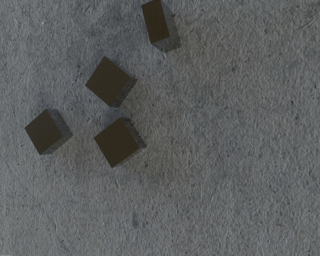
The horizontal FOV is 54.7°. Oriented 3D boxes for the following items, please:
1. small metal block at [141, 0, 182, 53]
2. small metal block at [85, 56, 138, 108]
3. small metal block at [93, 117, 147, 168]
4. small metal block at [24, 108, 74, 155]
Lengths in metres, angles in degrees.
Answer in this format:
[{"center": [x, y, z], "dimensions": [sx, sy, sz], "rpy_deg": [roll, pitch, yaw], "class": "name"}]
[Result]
[{"center": [0.003, -0.129, 0.395], "dimensions": [0.025, 0.050, 0.050], "rpy_deg": [-16, 85, 19], "class": "small metal block"}, {"center": [-0.068, -0.064, 0.433], "dimensions": [0.050, 0.025, 0.050], "rpy_deg": [40, 103, 15], "class": "small metal block"}, {"center": [-0.055, 0.020, 0.428], "dimensions": [0.050, 0.025, 0.050], "rpy_deg": [-36, 79, 16], "class": "small metal block"}, {"center": [-0.168, 0.006, 0.468], "dimensions": [0.050, 0.025, 0.050], "rpy_deg": [-37, 78, 16], "class": "small metal block"}]
